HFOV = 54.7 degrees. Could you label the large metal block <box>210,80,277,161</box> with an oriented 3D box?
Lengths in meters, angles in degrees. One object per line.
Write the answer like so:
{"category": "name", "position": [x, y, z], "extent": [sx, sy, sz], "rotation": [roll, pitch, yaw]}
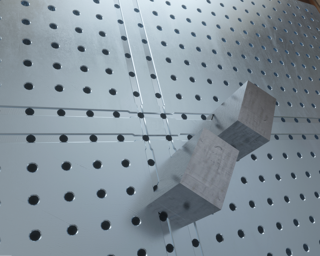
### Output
{"category": "large metal block", "position": [0.113, -0.007, 0.440], "extent": [0.050, 0.080, 0.080], "rotation": [32, 51, -8]}

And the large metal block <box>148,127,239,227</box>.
{"category": "large metal block", "position": [0.039, 0.059, 0.360], "extent": [0.050, 0.080, 0.080], "rotation": [34, 51, -6]}
